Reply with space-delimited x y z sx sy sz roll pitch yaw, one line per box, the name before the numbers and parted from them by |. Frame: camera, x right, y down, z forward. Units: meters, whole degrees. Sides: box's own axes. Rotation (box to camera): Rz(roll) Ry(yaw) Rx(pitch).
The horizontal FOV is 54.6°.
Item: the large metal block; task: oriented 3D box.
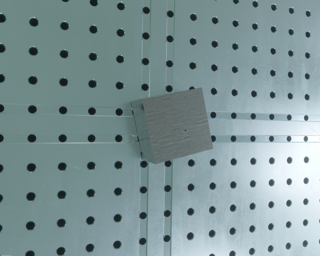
large metal block | 0.015 -0.004 0.404 0.081 0.050 0.080 -13 95 -20
